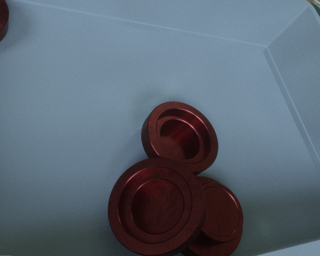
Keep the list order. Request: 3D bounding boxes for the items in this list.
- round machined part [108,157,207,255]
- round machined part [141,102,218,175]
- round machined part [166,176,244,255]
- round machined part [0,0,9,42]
[{"bbox_3d":[0.000,0.083,0.322,0.098,0.042,0.098,-7,60,14],"label":"round machined part"},{"bbox_3d":[0.021,0.018,0.395,0.099,0.042,0.098,14,56,-21],"label":"round machined part"},{"bbox_3d":[0.057,0.102,0.363,0.099,0.042,0.098,14,56,-21],"label":"round machined part"},{"bbox_3d":[-0.225,-0.123,0.348,0.099,0.042,0.098,14,56,-21],"label":"round machined part"}]
